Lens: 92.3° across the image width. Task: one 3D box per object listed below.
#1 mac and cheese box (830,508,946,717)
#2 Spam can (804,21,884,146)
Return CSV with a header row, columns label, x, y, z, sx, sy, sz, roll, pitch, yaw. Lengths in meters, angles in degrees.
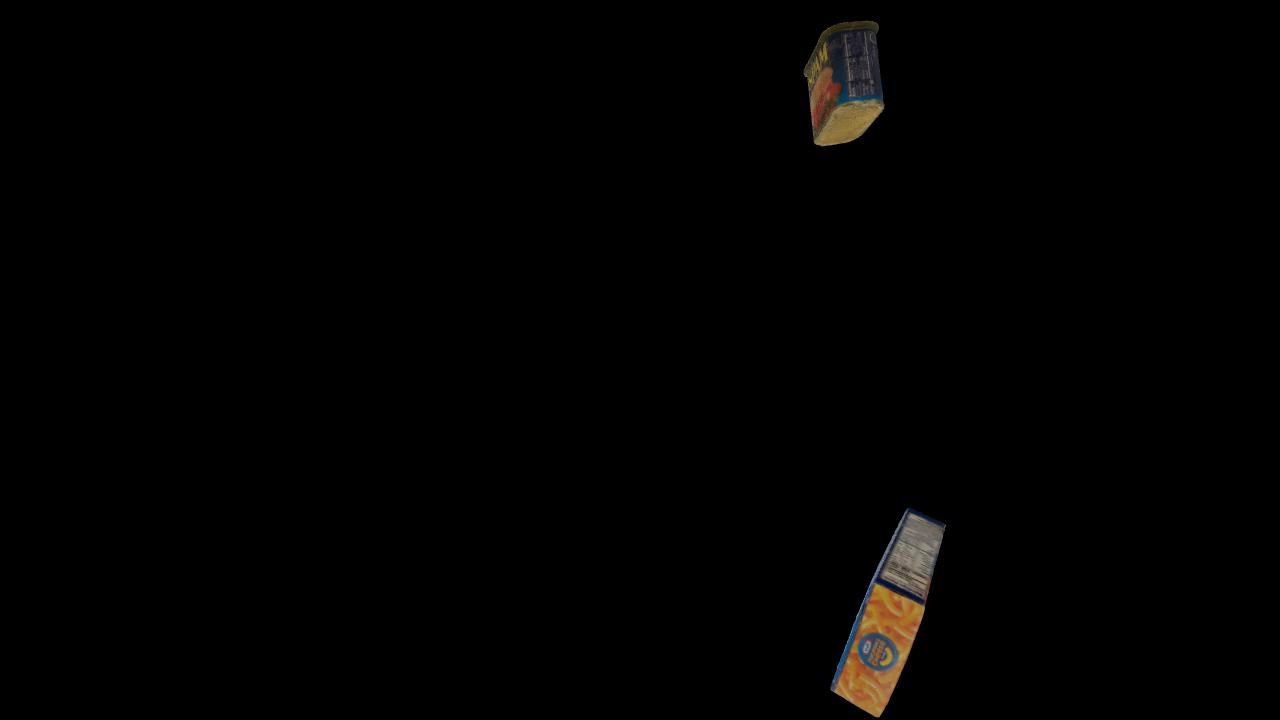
label,x,y,z,sx,sy,sz,roll,pitch,yaw
mac and cheese box,0.205,0.190,0.493,0.041,0.093,0.184,23,15,27
Spam can,0.214,-0.286,0.646,0.058,0.085,0.101,-5,-3,1
